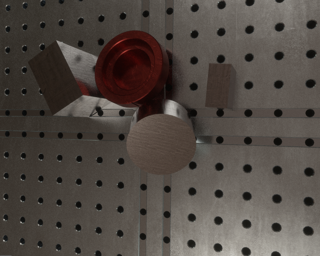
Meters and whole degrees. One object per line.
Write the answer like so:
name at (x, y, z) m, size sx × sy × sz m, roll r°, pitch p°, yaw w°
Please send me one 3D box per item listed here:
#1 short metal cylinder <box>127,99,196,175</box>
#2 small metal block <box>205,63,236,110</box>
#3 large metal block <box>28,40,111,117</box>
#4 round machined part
short metal cylinder at (0.002, 0.010, 0.380) m, size 0.081 × 0.050 × 0.079 m, roll 0°, pitch 115°, yaw 0°
small metal block at (0.074, -0.048, 0.373) m, size 0.025 × 0.050 × 0.050 m, roll 6°, pitch 92°, yaw 20°
large metal block at (-0.118, -0.063, 0.424) m, size 0.050 × 0.080 × 0.080 m, roll -30°, pitch 80°, yaw 17°
round machined part at (-0.033, -0.074, 0.408) m, size 0.098 × 0.042 × 0.098 m, roll -5°, pitch 78°, yaw 23°
